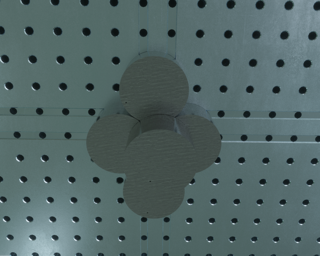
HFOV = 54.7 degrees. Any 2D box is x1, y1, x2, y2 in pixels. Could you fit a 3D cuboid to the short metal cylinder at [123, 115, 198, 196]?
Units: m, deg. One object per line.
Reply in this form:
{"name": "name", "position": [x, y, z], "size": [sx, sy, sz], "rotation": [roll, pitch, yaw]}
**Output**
{"name": "short metal cylinder", "position": [0.000, 0.030, 0.357], "size": [0.081, 0.050, 0.079], "rotation": [0, 110, 0]}

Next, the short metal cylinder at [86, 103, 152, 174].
{"name": "short metal cylinder", "position": [-0.050, 0.012, 0.404], "size": [0.081, 0.050, 0.079], "rotation": [0, 110, 0]}

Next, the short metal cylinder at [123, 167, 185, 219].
{"name": "short metal cylinder", "position": [-0.008, 0.076, 0.427], "size": [0.081, 0.050, 0.079], "rotation": [0, 108, -1]}

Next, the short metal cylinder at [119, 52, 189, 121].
{"name": "short metal cylinder", "position": [-0.007, -0.051, 0.381], "size": [0.081, 0.050, 0.079], "rotation": [-1, 110, -1]}

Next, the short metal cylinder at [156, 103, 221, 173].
{"name": "short metal cylinder", "position": [0.035, 0.013, 0.404], "size": [0.081, 0.050, 0.079], "rotation": [0, 110, 0]}
